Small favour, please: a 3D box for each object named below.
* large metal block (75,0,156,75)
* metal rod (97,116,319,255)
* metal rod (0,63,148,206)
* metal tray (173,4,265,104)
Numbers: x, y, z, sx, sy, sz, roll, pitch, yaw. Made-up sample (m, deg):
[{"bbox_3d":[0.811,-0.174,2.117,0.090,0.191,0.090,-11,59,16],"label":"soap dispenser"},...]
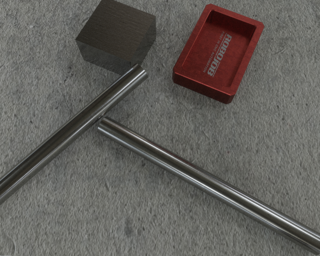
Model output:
[{"bbox_3d":[-0.059,-0.127,0.441,0.080,0.050,0.080,23,71,8],"label":"large metal block"},{"bbox_3d":[0.055,0.066,0.384,0.301,0.025,0.025,28,72,9],"label":"metal rod"},{"bbox_3d":[-0.134,0.023,0.387,0.301,0.025,0.025,-42,76,-10],"label":"metal rod"},{"bbox_3d":[0.084,-0.109,0.446,0.090,0.030,0.130,24,71,8],"label":"metal tray"}]
